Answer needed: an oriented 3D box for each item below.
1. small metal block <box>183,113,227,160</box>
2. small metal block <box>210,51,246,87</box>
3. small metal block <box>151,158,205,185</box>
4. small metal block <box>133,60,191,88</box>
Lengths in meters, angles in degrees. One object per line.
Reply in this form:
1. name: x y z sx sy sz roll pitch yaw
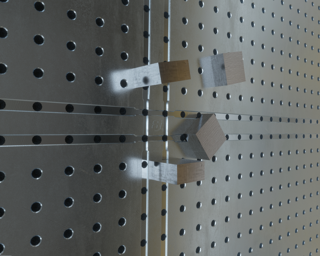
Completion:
1. small metal block: 0.069 0.013 0.470 0.050 0.025 0.050 -46 118 -31
2. small metal block: 0.112 -0.097 0.506 0.050 0.025 0.050 -17 101 -39
3. small metal block: 0.024 0.057 0.415 0.050 0.050 0.025 -1 91 -40
4. small metal block: 0.003 -0.069 0.397 0.050 0.050 0.025 -16 100 -39
